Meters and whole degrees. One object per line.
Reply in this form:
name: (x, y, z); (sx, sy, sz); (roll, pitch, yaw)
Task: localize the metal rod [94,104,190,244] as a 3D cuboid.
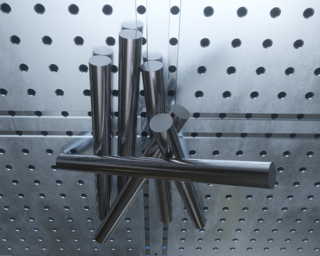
metal rod: (-0.039, 0.084, 0.448); (0.025, 0.025, 0.298); (19, 127, -16)

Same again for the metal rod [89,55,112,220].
metal rod: (-0.082, 0.038, 0.442); (0.025, 0.025, 0.298); (4, 130, -4)

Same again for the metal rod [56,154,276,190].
metal rod: (-0.020, 0.047, 0.370); (0.300, 0.025, 0.025); (-2, 136, 35)

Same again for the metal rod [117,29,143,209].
metal rod: (-0.045, 0.014, 0.422); (0.025, 0.025, 0.298); (4, 130, -4)

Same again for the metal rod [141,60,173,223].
metal rod: (0.001, 0.043, 0.447); (0.025, 0.025, 0.298); (-3, 130, 2)

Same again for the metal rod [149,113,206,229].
metal rod: (0.036, 0.082, 0.440); (0.025, 0.025, 0.299); (-11, 142, 9)
